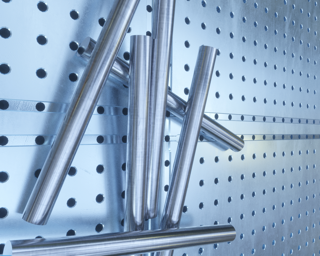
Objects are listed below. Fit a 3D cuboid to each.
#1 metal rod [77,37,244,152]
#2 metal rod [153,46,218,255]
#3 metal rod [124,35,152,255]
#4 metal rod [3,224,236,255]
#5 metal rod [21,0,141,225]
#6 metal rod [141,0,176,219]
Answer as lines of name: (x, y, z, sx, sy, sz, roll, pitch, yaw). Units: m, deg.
metal rod: (0.023, -0.030, 0.426, 0.301, 0.025, 0.025, 29, 72, -36)
metal rod: (0.033, 0.040, 0.411, 0.025, 0.025, 0.299, 13, 89, -39)
metal rod: (-0.028, 0.045, 0.365, 0.025, 0.025, 0.298, -2, 97, -40)
metal rod: (-0.013, 0.130, 0.355, 0.302, 0.025, 0.025, 11, 83, -40)
metal rod: (-0.070, -0.048, 0.322, 0.025, 0.025, 0.299, 26, 82, -37)
metal rod: (-0.004, -0.036, 0.374, 0.025, 0.025, 0.298, -2, 101, -40)
